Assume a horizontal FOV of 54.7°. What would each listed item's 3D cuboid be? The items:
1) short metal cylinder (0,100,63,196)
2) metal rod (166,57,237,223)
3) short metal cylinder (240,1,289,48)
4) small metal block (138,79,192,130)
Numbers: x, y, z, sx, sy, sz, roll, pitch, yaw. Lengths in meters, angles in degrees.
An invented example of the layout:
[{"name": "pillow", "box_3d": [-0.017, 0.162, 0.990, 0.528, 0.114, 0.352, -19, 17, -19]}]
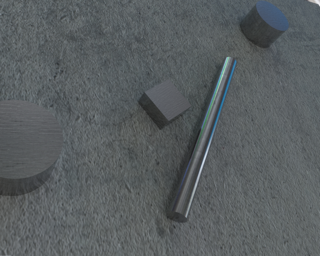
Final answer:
[{"name": "short metal cylinder", "box_3d": [-0.140, 0.020, 0.300, 0.081, 0.050, 0.080, 14, 56, -21]}, {"name": "metal rod", "box_3d": [0.070, -0.006, 0.444, 0.025, 0.025, 0.301, 32, 52, -8]}, {"name": "short metal cylinder", "box_3d": [0.212, -0.211, 0.630, 0.081, 0.050, 0.080, 14, 56, -21]}, {"name": "small metal block", "box_3d": [0.007, -0.033, 0.428, 0.050, 0.025, 0.050, -34, 81, -38]}]
